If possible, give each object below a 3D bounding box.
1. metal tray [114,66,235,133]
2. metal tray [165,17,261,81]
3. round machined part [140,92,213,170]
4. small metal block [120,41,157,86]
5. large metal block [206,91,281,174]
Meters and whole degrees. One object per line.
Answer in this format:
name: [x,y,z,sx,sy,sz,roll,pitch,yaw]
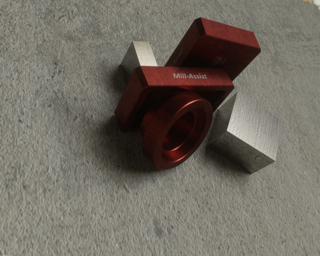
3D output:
metal tray: [0.018,-0.035,0.392,0.131,0.089,0.030,-5,58,-31]
metal tray: [0.058,-0.081,0.418,0.091,0.129,0.030,5,57,-26]
round machined part: [0.015,-0.001,0.375,0.099,0.097,0.042,-24,48,-37]
small metal block: [-0.029,-0.082,0.424,0.025,0.050,0.050,-4,64,-30]
large metal block: [0.124,0.007,0.453,0.080,0.050,0.080,31,51,-8]
